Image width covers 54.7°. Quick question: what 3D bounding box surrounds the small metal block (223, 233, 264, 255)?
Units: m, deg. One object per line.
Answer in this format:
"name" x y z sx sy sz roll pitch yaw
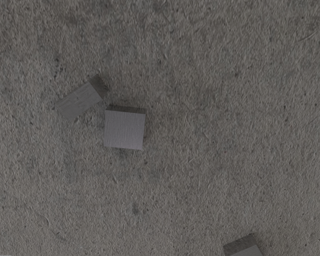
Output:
"small metal block" 0.134 0.201 0.485 0.050 0.025 0.050 -28 108 9

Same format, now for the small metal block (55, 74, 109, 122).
"small metal block" -0.094 -0.038 0.381 0.050 0.050 0.025 -32 107 11

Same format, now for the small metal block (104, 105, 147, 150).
"small metal block" -0.046 -0.001 0.409 0.050 0.025 0.050 6 110 -3
